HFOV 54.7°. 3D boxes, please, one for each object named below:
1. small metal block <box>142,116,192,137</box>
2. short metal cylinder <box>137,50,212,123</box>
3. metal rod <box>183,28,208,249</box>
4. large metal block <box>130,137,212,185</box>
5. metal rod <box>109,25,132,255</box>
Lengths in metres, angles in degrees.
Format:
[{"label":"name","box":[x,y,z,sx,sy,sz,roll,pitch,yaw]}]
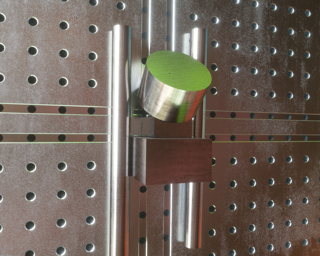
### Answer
[{"label":"small metal block","box":[0.008,-0.001,0.402,0.050,0.050,0.025,1,90,-21]},{"label":"short metal cylinder","box":[0.017,-0.052,0.382,0.081,0.050,0.080,11,43,-10]},{"label":"metal rod","box":[0.050,0.013,0.431,0.025,0.025,0.298,2,89,-20]},{"label":"large metal block","box":[0.009,0.037,0.384,0.081,0.080,0.050,1,90,-20]},{"label":"metal rod","box":[-0.050,0.022,0.394,0.025,0.025,0.298,1,90,-20]}]
